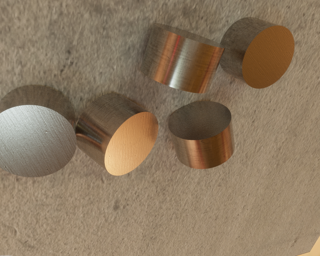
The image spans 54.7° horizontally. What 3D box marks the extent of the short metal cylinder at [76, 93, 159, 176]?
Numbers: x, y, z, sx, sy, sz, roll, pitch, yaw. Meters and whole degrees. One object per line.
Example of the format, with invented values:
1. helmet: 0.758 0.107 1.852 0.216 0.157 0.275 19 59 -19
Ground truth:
1. short metal cylinder: -0.048 0.007 0.352 0.080 0.050 0.079 -36 143 -33

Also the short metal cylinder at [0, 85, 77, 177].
1. short metal cylinder: -0.127 0.003 0.315 0.081 0.050 0.079 -7 120 -13

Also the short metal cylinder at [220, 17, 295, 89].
1. short metal cylinder: 0.124 -0.097 0.400 0.081 0.050 0.079 -14 125 -21

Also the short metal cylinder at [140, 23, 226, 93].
1. short metal cylinder: 0.024 -0.077 0.338 0.081 0.080 0.050 5 116 -31

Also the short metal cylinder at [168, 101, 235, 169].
1. short metal cylinder: 0.056 0.008 0.408 0.080 0.080 0.050 -26 128 -13
